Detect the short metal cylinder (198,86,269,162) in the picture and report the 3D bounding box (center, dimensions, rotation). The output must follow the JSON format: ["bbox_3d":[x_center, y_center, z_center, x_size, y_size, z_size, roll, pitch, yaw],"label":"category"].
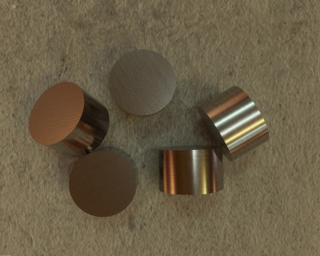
[{"bbox_3d":[0.089,-0.005,0.384,0.050,0.080,0.080,-30,90,0],"label":"short metal cylinder"}]

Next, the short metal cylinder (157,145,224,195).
[{"bbox_3d":[0.037,0.049,0.383,0.081,0.080,0.050,-2,90,-1],"label":"short metal cylinder"}]

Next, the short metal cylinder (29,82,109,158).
[{"bbox_3d":[-0.110,-0.009,0.378,0.080,0.050,0.080,-10,64,22],"label":"short metal cylinder"}]

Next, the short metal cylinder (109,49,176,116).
[{"bbox_3d":[-0.021,-0.055,0.397,0.081,0.050,0.079,0,90,-1],"label":"short metal cylinder"}]

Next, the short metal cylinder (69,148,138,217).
[{"bbox_3d":[-0.069,0.066,0.395,0.081,0.050,0.079,0,92,-2],"label":"short metal cylinder"}]
